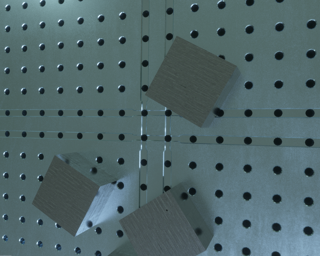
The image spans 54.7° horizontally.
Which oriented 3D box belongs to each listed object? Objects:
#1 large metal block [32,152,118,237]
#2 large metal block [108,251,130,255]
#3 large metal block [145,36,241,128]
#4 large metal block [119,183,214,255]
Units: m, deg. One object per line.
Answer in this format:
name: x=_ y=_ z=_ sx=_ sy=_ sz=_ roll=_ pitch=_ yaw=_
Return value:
large metal block: x=-0.120 y=0.091 z=0.440 sx=0.080 sy=0.050 sz=0.080 roll=30 pitch=100 yaw=17
large metal block: x=-0.044 y=0.224 z=0.414 sx=0.080 sy=0.050 sz=0.079 roll=10 pitch=93 yaw=19
large metal block: x=0.042 y=-0.055 z=0.384 sx=0.080 sy=0.050 sz=0.080 roll=32 pitch=100 yaw=17
large metal block: x=0.009 y=0.128 z=0.396 sx=0.080 sy=0.050 sz=0.080 roll=-35 pitch=79 yaw=16
